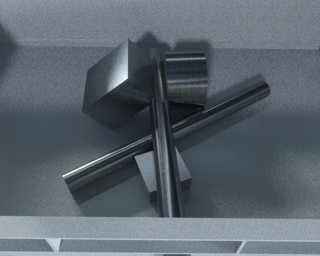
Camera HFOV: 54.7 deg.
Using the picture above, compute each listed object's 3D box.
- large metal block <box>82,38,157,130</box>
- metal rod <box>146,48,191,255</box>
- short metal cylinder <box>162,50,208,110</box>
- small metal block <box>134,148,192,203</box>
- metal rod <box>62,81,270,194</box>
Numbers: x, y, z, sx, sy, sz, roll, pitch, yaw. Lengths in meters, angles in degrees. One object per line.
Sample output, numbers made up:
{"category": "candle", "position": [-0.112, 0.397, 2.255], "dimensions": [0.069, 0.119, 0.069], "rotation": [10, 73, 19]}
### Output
{"category": "large metal block", "position": [-0.053, -0.057, 0.409], "dimensions": [0.080, 0.050, 0.080], "rotation": [-31, 44, 27]}
{"category": "metal rod", "position": [0.002, 0.003, 0.367], "dimensions": [0.025, 0.025, 0.300], "rotation": [-4, 49, -3]}
{"category": "short metal cylinder", "position": [0.031, -0.065, 0.422], "dimensions": [0.050, 0.080, 0.080], "rotation": [-2, 50, -4]}
{"category": "small metal block", "position": [0.003, 0.052, 0.360], "dimensions": [0.050, 0.025, 0.050], "rotation": [-17, 52, -14]}
{"category": "metal rod", "position": [0.023, 0.003, 0.400], "dimensions": [0.302, 0.025, 0.025], "rotation": [-25, 55, -20]}
